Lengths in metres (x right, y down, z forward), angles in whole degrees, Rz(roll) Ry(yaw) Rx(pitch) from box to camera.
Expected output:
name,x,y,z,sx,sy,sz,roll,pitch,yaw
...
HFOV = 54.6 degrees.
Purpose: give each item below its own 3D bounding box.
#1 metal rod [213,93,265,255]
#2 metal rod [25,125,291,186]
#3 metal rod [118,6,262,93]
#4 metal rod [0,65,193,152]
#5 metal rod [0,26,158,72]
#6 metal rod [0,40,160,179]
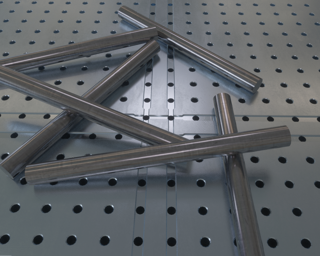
name,x,y,z,sx,sy,sz,roll,pitch,yaw
metal rod,0.089,0.073,0.346,0.025,0.025,0.300,0,50,0
metal rod,-0.003,0.032,0.360,0.301,0.025,0.025,-9,50,1
metal rod,0.037,-0.142,0.527,0.300,0.025,0.025,37,59,26
metal rod,-0.101,-0.027,0.399,0.301,0.025,0.025,22,53,5
metal rod,-0.150,-0.122,0.502,0.302,0.025,0.025,-16,52,-10
metal rod,-0.095,-0.043,0.443,0.025,0.025,0.301,28,55,21
